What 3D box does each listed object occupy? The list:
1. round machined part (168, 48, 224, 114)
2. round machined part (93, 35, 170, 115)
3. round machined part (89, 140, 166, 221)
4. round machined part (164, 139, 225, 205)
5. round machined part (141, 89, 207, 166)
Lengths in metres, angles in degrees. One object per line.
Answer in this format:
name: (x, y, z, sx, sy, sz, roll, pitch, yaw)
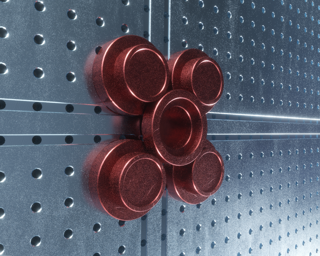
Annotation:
round machined part: (0.054, -0.065, 0.445, 0.099, 0.042, 0.097, 0, 90, -40)
round machined part: (-0.027, -0.064, 0.376, 0.099, 0.042, 0.097, 0, 90, -40)
round machined part: (-0.031, 0.063, 0.374, 0.099, 0.042, 0.097, 0, 90, -40)
round machined part: (0.055, 0.061, 0.446, 0.099, 0.042, 0.097, 0, 90, -40)
round machined part: (0.015, -0.001, 0.410, 0.099, 0.042, 0.097, 0, 90, -40)
